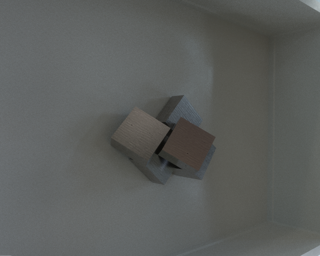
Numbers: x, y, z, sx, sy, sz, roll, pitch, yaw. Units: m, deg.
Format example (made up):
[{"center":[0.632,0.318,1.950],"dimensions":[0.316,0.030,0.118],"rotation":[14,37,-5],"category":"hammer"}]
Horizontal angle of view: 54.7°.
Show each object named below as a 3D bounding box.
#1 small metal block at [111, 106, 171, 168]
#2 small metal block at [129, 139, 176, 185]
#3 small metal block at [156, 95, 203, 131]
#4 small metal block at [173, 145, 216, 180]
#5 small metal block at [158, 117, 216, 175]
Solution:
[{"center":[-0.023,0.011,0.371],"dimensions":[0.050,0.025,0.050],"rotation":[32,65,6],"category":"small metal block"},{"center":[-0.004,0.038,0.403],"dimensions":[0.050,0.025,0.050],"rotation":[50,60,-29],"category":"small metal block"},{"center":[0.026,-0.010,0.428],"dimensions":[0.050,0.025,0.050],"rotation":[50,60,-29],"category":"small metal block"},{"center":[0.042,0.040,0.425],"dimensions":[0.025,0.050,0.050],"rotation":[43,64,-32],"category":"small metal block"},{"center":[0.033,0.023,0.386],"dimensions":[0.050,0.025,0.050],"rotation":[31,67,0],"category":"small metal block"}]
